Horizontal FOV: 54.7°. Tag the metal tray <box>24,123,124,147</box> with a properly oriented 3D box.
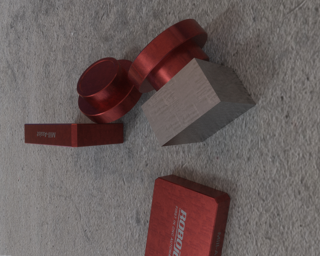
[{"bbox_3d":[-0.130,0.008,0.466,0.130,0.091,0.030,1,92,39],"label":"metal tray"}]

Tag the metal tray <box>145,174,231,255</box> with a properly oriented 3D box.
[{"bbox_3d":[0.029,0.131,0.376,0.090,0.030,0.129,13,98,39],"label":"metal tray"}]

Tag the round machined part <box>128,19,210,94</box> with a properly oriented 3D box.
[{"bbox_3d":[0.016,-0.070,0.346,0.098,0.099,0.042,-43,82,31],"label":"round machined part"}]

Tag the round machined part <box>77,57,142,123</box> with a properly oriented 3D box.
[{"bbox_3d":[-0.073,-0.058,0.423,0.098,0.042,0.098,-17,50,22],"label":"round machined part"}]

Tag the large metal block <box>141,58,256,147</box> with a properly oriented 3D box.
[{"bbox_3d":[0.042,-0.024,0.333,0.080,0.081,0.050,-39,68,33],"label":"large metal block"}]
